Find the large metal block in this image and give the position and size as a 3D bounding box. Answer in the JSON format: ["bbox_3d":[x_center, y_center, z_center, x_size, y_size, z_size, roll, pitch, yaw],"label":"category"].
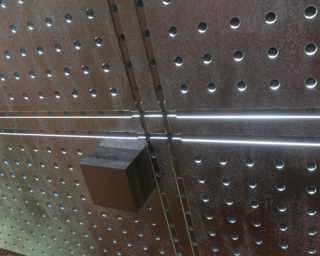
[{"bbox_3d":[-0.066,0.077,0.476,0.080,0.050,0.079,3,120,26],"label":"large metal block"}]
